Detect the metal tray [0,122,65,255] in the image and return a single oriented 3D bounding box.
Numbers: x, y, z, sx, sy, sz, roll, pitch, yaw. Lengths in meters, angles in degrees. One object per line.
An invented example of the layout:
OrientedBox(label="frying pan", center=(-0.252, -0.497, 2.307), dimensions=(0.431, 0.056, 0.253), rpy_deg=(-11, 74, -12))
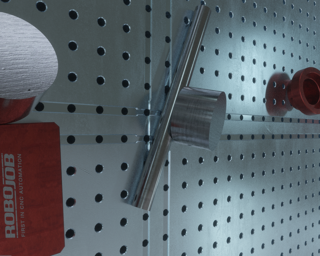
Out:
OrientedBox(label="metal tray", center=(-0.141, 0.061, 0.288), dimensions=(0.091, 0.030, 0.129), rpy_deg=(-4, 92, -40))

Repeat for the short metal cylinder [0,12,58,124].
OrientedBox(label="short metal cylinder", center=(-0.135, -0.049, 0.262), dimensions=(0.081, 0.050, 0.080), rpy_deg=(18, 57, -31))

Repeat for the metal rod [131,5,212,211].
OrientedBox(label="metal rod", center=(0.020, -0.037, 0.425), dimensions=(0.025, 0.025, 0.299), rpy_deg=(29, 72, -37))

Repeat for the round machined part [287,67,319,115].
OrientedBox(label="round machined part", center=(0.305, -0.073, 0.643), dimensions=(0.099, 0.042, 0.097), rpy_deg=(5, 80, -28))

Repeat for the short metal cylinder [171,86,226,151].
OrientedBox(label="short metal cylinder", center=(0.054, -0.013, 0.417), dimensions=(0.080, 0.050, 0.080), rpy_deg=(11, 91, -68))
